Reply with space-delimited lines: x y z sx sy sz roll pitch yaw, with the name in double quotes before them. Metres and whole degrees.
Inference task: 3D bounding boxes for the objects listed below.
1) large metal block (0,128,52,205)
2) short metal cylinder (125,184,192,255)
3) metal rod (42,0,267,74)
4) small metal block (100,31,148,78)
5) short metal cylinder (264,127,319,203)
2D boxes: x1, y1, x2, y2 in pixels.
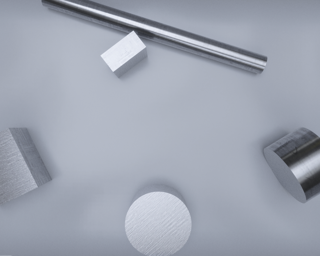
"large metal block" -0.201 0.053 0.396 0.080 0.050 0.080 -26 90 -1
"short metal cylinder" -0.002 0.117 0.399 0.081 0.050 0.079 0 90 -1
"metal rod" -0.007 -0.128 0.411 0.302 0.025 0.025 17 90 -1
"small metal block" -0.044 -0.093 0.398 0.050 0.050 0.025 -37 90 0
"short metal cylinder" 0.176 0.046 0.386 0.050 0.080 0.080 -31 90 0
